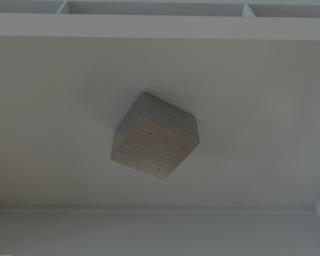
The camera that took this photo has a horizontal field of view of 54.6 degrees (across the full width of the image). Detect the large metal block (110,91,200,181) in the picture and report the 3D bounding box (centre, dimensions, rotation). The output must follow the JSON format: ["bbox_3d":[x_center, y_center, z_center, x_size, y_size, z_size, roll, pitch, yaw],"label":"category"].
[{"bbox_3d":[-0.008,0.013,0.399,0.080,0.050,0.080,25,125,-20],"label":"large metal block"}]
